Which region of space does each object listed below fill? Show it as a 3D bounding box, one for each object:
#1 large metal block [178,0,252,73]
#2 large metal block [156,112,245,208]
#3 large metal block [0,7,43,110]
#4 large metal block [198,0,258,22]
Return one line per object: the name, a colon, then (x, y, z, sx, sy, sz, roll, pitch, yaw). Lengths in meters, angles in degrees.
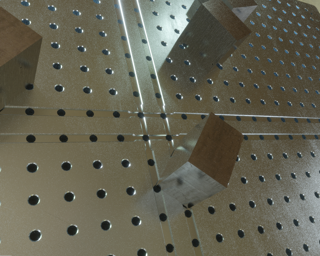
large metal block: (0.089, -0.154, 0.517, 0.080, 0.080, 0.050, 49, 51, 6)
large metal block: (0.048, 0.040, 0.376, 0.050, 0.080, 0.080, 35, 51, -6)
large metal block: (-0.173, -0.062, 0.318, 0.050, 0.080, 0.080, 37, 51, -5)
large metal block: (0.135, -0.255, 0.623, 0.081, 0.050, 0.080, -22, 74, -36)
